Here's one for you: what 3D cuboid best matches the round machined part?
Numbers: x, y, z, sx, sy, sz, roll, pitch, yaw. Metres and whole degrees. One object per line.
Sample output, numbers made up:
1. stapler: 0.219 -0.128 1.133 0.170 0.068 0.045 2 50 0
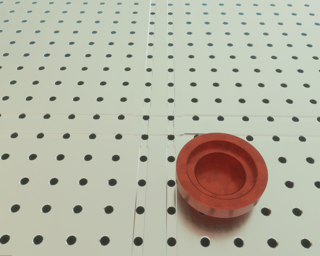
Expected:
1. round machined part: 0.067 0.056 0.350 0.099 0.042 0.098 0 50 0
